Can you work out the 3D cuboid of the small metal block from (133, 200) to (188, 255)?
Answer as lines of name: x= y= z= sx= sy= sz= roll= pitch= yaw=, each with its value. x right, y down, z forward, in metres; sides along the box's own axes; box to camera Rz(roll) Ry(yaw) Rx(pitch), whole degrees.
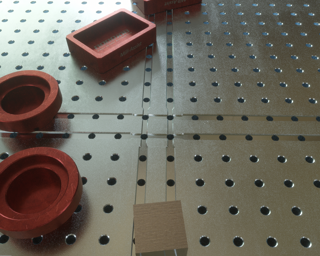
small metal block: x=-0.001 y=0.105 z=0.319 sx=0.050 sy=0.025 sz=0.050 roll=-4 pitch=50 yaw=-4

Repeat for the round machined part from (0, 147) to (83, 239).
round machined part: x=-0.133 y=0.072 z=0.335 sx=0.099 sy=0.042 sz=0.098 roll=0 pitch=50 yaw=0

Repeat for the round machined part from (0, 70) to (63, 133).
round machined part: x=-0.183 y=-0.032 z=0.422 sx=0.099 sy=0.042 sz=0.098 roll=0 pitch=50 yaw=0

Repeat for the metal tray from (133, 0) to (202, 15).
metal tray: x=0.012 y=-0.281 z=0.640 sx=0.131 sy=0.030 sz=0.090 roll=-19 pitch=53 yaw=-16

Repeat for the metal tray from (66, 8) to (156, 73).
metal tray: x=-0.081 y=-0.154 z=0.532 sx=0.090 sy=0.030 sz=0.131 roll=36 pitch=58 yaw=26
